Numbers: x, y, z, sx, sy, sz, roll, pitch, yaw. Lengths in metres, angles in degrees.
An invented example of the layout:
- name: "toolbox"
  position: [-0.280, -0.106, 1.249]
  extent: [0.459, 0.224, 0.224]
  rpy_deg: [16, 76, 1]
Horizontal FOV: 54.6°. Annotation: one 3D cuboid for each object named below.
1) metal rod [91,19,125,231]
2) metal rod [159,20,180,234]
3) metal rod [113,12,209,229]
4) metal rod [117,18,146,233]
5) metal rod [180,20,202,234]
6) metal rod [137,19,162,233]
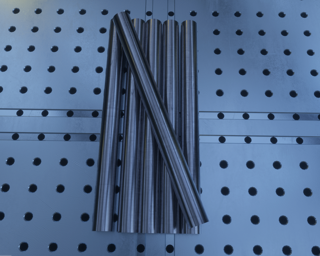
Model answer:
- name: "metal rod"
  position: [-0.066, -0.018, 0.417]
  extent: [0.025, 0.025, 0.299]
  rpy_deg: [1, 70, 0]
- name: "metal rod"
  position: [0.014, -0.016, 0.418]
  extent: [0.025, 0.025, 0.299]
  rpy_deg: [1, 70, 0]
- name: "metal rod"
  position: [-0.006, -0.024, 0.394]
  extent: [0.025, 0.025, 0.299]
  rpy_deg: [-18, 71, -6]
- name: "metal rod"
  position: [-0.036, -0.017, 0.417]
  extent: [0.025, 0.025, 0.299]
  rpy_deg: [1, 70, 0]
- name: "metal rod"
  position: [0.040, -0.015, 0.418]
  extent: [0.025, 0.025, 0.299]
  rpy_deg: [1, 70, 0]
- name: "metal rod"
  position: [-0.012, -0.016, 0.417]
  extent: [0.025, 0.025, 0.299]
  rpy_deg: [1, 70, 0]
